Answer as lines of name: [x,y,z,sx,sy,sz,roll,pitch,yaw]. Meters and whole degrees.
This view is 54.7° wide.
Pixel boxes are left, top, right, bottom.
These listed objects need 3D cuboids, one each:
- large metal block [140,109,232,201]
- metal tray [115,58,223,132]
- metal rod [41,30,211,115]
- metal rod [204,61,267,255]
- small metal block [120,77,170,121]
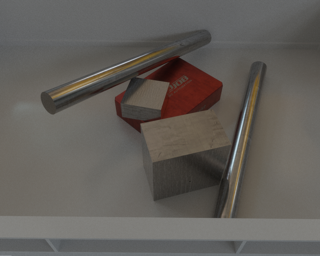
large metal block: [0.025,0.031,0.344,0.081,0.080,0.050,-12,51,-10]
metal tray: [0.014,-0.042,0.437,0.090,0.030,0.131,37,59,26]
metal rod: [-0.020,-0.088,0.415,0.025,0.025,0.302,33,44,24]
metal rod: [0.105,0.014,0.394,0.025,0.025,0.301,15,51,12]
small metal block: [-0.018,-0.036,0.396,0.050,0.025,0.050,10,50,8]
